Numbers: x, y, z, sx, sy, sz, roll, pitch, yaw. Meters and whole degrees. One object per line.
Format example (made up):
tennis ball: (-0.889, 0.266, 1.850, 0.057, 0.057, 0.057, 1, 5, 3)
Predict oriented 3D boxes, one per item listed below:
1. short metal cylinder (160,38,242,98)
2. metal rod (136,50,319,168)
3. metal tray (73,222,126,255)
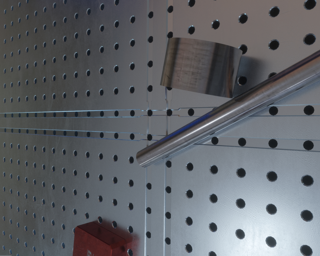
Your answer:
short metal cylinder: (0.044, -0.064, 0.337, 0.080, 0.081, 0.050, 17, 101, 38)
metal rod: (0.081, -0.019, 0.342, 0.299, 0.025, 0.025, -31, 71, 35)
metal tray: (-0.100, 0.227, 0.489, 0.090, 0.030, 0.129, 11, 97, 39)
